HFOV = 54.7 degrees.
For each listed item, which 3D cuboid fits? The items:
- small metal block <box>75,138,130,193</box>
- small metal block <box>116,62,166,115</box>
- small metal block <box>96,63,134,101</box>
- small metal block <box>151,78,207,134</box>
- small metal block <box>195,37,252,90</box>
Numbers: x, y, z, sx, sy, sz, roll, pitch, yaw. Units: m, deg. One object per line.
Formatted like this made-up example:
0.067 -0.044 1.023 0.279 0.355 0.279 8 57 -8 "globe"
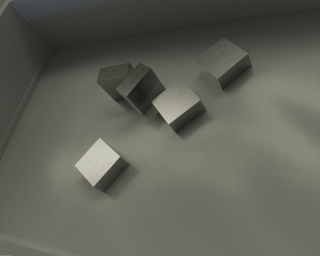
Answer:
-0.078 0.049 0.415 0.050 0.025 0.050 -49 52 -7 "small metal block"
-0.026 -0.054 0.435 0.025 0.050 0.050 34 81 38 "small metal block"
-0.057 -0.067 0.459 0.050 0.050 0.025 -6 59 25 "small metal block"
0.024 -0.030 0.410 0.050 0.025 0.050 -38 51 2 "small metal block"
0.084 -0.087 0.414 0.050 0.025 0.050 -40 51 1 "small metal block"
